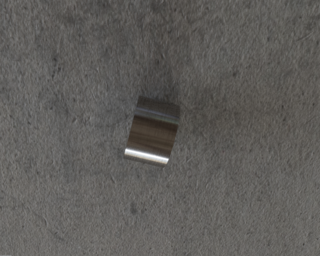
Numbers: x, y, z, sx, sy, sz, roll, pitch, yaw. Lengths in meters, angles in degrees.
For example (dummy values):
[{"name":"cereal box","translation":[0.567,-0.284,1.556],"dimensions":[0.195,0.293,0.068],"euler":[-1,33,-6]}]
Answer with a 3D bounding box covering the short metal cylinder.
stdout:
[{"name":"short metal cylinder","translation":[-0.011,0.005,0.382],"dimensions":[0.050,0.080,0.079],"euler":[14,109,-6]}]
